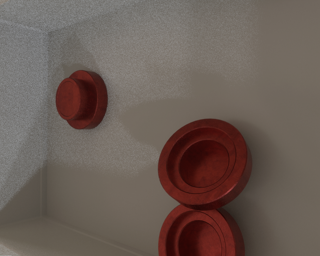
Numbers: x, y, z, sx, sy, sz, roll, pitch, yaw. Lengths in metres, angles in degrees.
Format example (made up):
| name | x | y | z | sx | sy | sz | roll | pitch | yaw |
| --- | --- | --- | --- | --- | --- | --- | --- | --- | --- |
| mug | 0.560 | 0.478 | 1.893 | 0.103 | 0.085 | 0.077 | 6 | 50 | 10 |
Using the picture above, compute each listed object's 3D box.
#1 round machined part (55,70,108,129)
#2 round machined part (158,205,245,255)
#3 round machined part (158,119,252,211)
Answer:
| name | x | y | z | sx | sy | sz | roll | pitch | yaw |
| --- | --- | --- | --- | --- | --- | --- | --- | --- | --- |
| round machined part | -0.134 | -0.046 | 0.506 | 0.098 | 0.042 | 0.097 | 0 | 90 | 40 |
| round machined part | 0.049 | 0.133 | 0.345 | 0.098 | 0.042 | 0.098 | -15 | 66 | 36 |
| round machined part | 0.051 | 0.042 | 0.336 | 0.098 | 0.042 | 0.098 | -16 | 53 | 22 |
